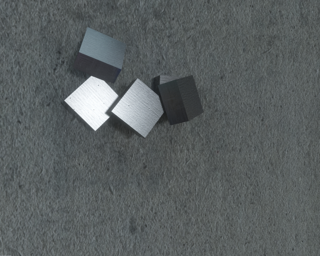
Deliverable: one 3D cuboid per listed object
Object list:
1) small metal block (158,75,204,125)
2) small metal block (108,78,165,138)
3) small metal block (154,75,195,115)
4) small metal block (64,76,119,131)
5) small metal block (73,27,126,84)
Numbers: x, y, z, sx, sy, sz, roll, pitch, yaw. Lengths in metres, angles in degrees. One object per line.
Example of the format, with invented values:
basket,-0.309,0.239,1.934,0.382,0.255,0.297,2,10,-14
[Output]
small metal block,0.027,-0.035,0.381,0.050,0.025,0.050,-28,103,-58
small metal block,-0.026,-0.023,0.374,0.050,0.025,0.050,40,77,-16
small metal block,0.019,-0.043,0.418,0.050,0.025,0.050,2,89,-21
small metal block,-0.081,-0.032,0.380,0.050,0.025,0.050,-47,105,-14
small metal block,-0.071,-0.087,0.372,0.050,0.025,0.050,20,47,-19
